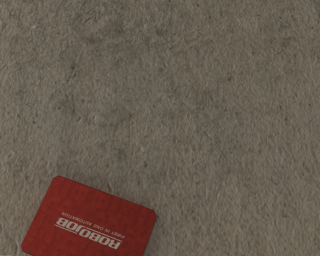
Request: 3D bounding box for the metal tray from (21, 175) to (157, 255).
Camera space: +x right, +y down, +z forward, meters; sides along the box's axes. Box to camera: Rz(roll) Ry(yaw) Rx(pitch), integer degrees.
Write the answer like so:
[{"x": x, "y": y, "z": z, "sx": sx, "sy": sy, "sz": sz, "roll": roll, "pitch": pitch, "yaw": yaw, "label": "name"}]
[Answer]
[{"x": -0.079, "y": 0.120, "z": 0.361, "sx": 0.130, "sy": 0.030, "sz": 0.090, "roll": 19, "pitch": 71, "yaw": 6, "label": "metal tray"}]
